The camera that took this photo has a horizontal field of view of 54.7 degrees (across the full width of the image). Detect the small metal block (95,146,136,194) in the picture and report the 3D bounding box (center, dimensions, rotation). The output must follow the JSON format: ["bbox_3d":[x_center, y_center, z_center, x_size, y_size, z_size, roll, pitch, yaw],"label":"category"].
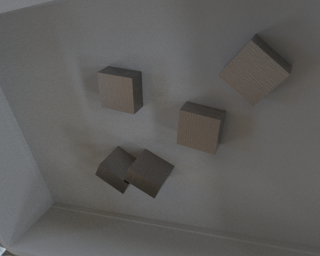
[{"bbox_3d":[-0.059,0.062,0.462,0.050,0.050,0.025,34,129,6],"label":"small metal block"}]

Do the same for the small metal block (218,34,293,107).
[{"bbox_3d":[0.098,-0.059,0.320,0.050,0.025,0.050,42,129,-1],"label":"small metal block"}]

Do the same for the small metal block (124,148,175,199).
[{"bbox_3d":[-0.014,0.063,0.439,0.050,0.050,0.025,30,128,8],"label":"small metal block"}]

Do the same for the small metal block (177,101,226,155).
[{"bbox_3d":[0.050,0.000,0.382,0.050,0.025,0.050,16,125,19],"label":"small metal block"}]

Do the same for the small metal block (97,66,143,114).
[{"bbox_3d":[-0.051,-0.050,0.405,0.050,0.025,0.050,13,124,21],"label":"small metal block"}]
